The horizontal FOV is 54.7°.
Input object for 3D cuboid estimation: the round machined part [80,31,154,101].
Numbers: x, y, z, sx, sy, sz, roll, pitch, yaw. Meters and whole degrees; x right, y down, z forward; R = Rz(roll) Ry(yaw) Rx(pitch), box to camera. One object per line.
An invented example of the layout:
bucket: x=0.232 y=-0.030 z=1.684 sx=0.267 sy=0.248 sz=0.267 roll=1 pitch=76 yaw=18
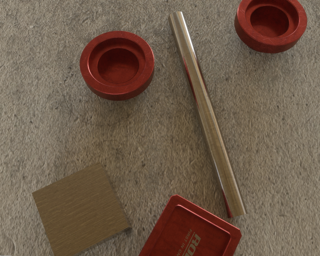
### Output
round machined part: x=-0.057 y=-0.081 z=0.428 sx=0.099 sy=0.042 sz=0.098 roll=0 pitch=70 yaw=-1

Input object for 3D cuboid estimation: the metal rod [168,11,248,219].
metal rod: x=0.059 y=-0.031 z=0.420 sx=0.025 sy=0.025 sz=0.299 roll=-12 pitch=71 yaw=-5

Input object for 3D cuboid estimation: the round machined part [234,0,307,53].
round machined part: x=0.159 y=-0.151 z=0.456 sx=0.099 sy=0.042 sz=0.098 roll=0 pitch=70 yaw=-1

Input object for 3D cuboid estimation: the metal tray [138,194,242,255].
metal tray: x=0.023 y=0.154 z=0.349 sx=0.090 sy=0.030 sz=0.130 roll=28 pitch=72 yaw=9

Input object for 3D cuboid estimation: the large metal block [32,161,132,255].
large metal block: x=-0.087 y=0.097 z=0.358 sx=0.080 sy=0.050 sz=0.080 roll=-25 pitch=72 yaw=-9
